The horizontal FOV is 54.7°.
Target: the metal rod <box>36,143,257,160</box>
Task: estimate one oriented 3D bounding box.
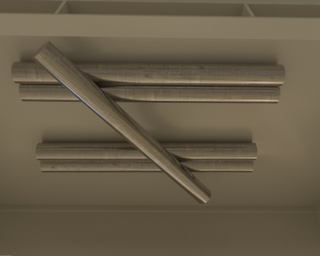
[{"bbox_3d":[-0.018,0.033,0.434,0.302,0.025,0.025,0,130,-1],"label":"metal rod"}]

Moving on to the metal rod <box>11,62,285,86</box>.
[{"bbox_3d":[-0.012,-0.062,0.354,0.302,0.025,0.025,0,130,-1],"label":"metal rod"}]

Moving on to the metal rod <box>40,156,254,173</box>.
[{"bbox_3d":[-0.018,0.052,0.451,0.302,0.025,0.025,0,130,-1],"label":"metal rod"}]

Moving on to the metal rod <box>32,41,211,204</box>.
[{"bbox_3d":[-0.026,0.012,0.385,0.025,0.025,0.300,-31,124,23],"label":"metal rod"}]

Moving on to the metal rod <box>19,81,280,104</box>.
[{"bbox_3d":[-0.011,-0.043,0.370,0.302,0.025,0.025,0,130,-1],"label":"metal rod"}]
